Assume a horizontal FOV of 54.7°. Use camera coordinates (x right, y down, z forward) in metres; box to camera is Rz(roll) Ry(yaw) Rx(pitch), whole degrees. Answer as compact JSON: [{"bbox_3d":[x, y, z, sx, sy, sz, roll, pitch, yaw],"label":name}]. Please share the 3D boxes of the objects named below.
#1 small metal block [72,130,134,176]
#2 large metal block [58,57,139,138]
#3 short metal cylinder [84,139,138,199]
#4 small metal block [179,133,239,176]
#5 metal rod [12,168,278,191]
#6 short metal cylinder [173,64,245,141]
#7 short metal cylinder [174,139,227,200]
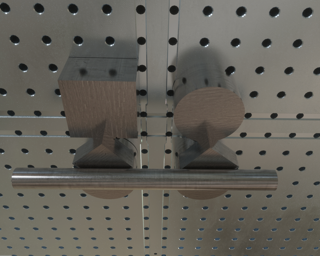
[{"bbox_3d":[-0.068,0.037,0.377,0.050,0.025,0.050,-33,123,24],"label":"small metal block"},{"bbox_3d":[-0.066,-0.034,0.364,0.081,0.050,0.079,1,130,-1],"label":"large metal block"},{"bbox_3d":[-0.073,0.057,0.442,0.081,0.050,0.079,0,130,0],"label":"short metal cylinder"},{"bbox_3d":[0.060,0.041,0.381,0.050,0.025,0.050,33,123,-25],"label":"small metal block"},{"bbox_3d":[-0.016,0.060,0.363,0.302,0.025,0.025,1,130,-1],"label":"metal rod"},{"bbox_3d":[0.056,-0.029,0.371,0.081,0.050,0.079,0,130,0],"label":"short metal cylinder"},{"bbox_3d":[0.061,0.059,0.446,0.081,0.050,0.079,0,130,0],"label":"short metal cylinder"}]
